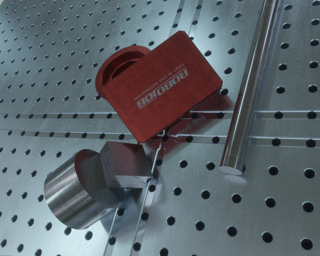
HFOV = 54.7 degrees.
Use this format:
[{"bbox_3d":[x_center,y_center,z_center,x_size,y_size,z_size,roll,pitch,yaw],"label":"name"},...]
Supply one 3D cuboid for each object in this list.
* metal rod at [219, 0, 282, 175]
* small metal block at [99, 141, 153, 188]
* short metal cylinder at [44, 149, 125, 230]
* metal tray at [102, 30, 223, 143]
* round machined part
[{"bbox_3d":[0.123,-0.084,0.394,0.025,0.025,0.300,6,64,30],"label":"metal rod"},{"bbox_3d":[-0.042,0.045,0.382,0.025,0.050,0.050,-52,44,34],"label":"small metal block"},{"bbox_3d":[-0.088,0.072,0.368,0.050,0.080,0.080,-37,51,17],"label":"short metal cylinder"},{"bbox_3d":[0.003,-0.052,0.403,0.130,0.030,0.090,-36,85,2],"label":"metal tray"},{"bbox_3d":[-0.044,-0.072,0.463,0.098,0.042,0.098,-13,56,20],"label":"round machined part"}]
